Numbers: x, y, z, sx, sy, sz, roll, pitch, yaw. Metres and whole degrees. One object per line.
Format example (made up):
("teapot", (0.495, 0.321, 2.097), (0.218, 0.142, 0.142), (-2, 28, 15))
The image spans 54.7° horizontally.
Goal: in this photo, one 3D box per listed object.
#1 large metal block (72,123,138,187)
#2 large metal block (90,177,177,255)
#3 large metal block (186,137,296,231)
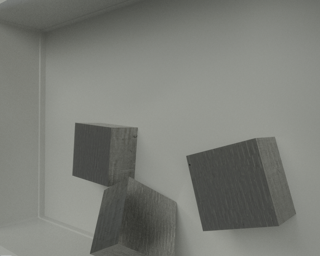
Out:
("large metal block", (-0.082, 0.035, 0.455), (0.080, 0.050, 0.079), (7, 94, 39))
("large metal block", (-0.028, 0.118, 0.372), (0.050, 0.080, 0.080), (-33, 36, 35))
("large metal block", (0.082, 0.058, 0.322), (0.080, 0.050, 0.080), (-19, 78, 38))
